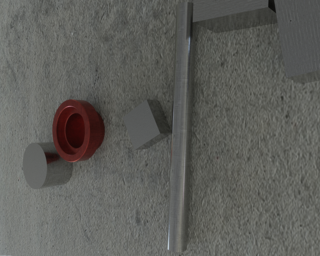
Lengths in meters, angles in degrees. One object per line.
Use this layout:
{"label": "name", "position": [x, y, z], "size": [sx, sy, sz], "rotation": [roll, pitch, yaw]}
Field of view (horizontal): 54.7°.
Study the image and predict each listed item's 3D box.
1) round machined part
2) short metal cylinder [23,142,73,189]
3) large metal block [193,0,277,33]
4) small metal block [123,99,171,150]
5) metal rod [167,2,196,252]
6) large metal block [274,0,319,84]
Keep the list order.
{"label": "round machined part", "position": [-0.126, 0.004, 0.495], "size": [0.098, 0.042, 0.097], "rotation": [0, 90, 39]}
{"label": "short metal cylinder", "position": [-0.199, 0.065, 0.550], "size": [0.080, 0.050, 0.079], "rotation": [0, 90, 39]}
{"label": "large metal block", "position": [0.083, -0.149, 0.319], "size": [0.080, 0.050, 0.079], "rotation": [3, 92, 39]}
{"label": "small metal block", "position": [-0.018, -0.004, 0.418], "size": [0.050, 0.025, 0.050], "rotation": [-34, 69, 34]}
{"label": "metal rod", "position": [0.027, 0.000, 0.381], "size": [0.025, 0.025, 0.298], "rotation": [4, 92, 39]}
{"label": "large metal block", "position": [0.151, -0.088, 0.264], "size": [0.080, 0.050, 0.080], "rotation": [-10, 83, 39]}
